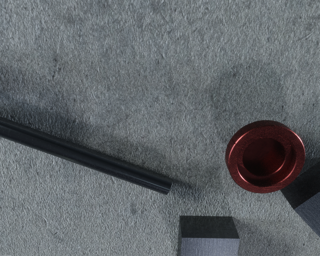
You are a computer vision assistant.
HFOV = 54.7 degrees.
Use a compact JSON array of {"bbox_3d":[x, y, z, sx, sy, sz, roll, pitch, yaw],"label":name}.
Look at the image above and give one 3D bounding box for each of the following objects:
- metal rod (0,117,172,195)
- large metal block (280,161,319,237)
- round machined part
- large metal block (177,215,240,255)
[{"bbox_3d":[-0.127,0.030,0.419,0.302,0.025,0.025,21,109,-8],"label":"metal rod"},{"bbox_3d":[0.235,0.102,0.438,0.080,0.050,0.080,-41,106,13],"label":"large metal block"},{"bbox_3d":[0.136,0.035,0.416,0.099,0.042,0.097,0,110,-1],"label":"round machined part"},{"bbox_3d":[0.069,0.181,0.464,0.081,0.050,0.079,2,110,-1],"label":"large metal block"}]
